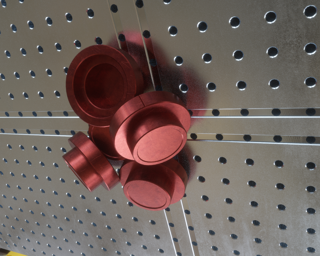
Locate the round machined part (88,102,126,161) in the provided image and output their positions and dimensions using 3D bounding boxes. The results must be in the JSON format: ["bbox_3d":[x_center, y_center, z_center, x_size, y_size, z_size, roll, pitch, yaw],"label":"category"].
[{"bbox_3d":[-0.060,0.007,0.433,0.098,0.042,0.097,13,124,20],"label":"round machined part"}]

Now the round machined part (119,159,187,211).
[{"bbox_3d":[-0.013,0.080,0.439,0.098,0.042,0.097,10,133,11],"label":"round machined part"}]

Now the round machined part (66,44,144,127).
[{"bbox_3d":[-0.064,-0.052,0.386,0.098,0.042,0.097,3,99,22],"label":"round machined part"}]

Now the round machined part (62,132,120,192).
[{"bbox_3d":[-0.107,0.056,0.458,0.098,0.042,0.098,43,159,22],"label":"round machined part"}]

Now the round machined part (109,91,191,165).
[{"bbox_3d":[-0.007,0.007,0.369,0.042,0.099,0.097,61,141,39],"label":"round machined part"}]
